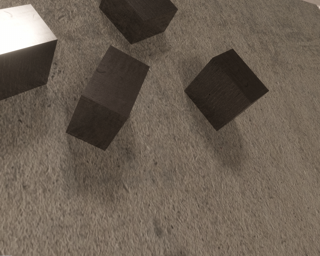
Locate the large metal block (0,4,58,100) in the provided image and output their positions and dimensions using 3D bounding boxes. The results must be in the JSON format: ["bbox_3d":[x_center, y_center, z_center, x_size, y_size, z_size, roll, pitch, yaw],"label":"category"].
[{"bbox_3d":[-0.164,-0.075,0.327,0.081,0.080,0.050,-32,80,-38],"label":"large metal block"}]

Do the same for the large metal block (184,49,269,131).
[{"bbox_3d":[0.095,-0.055,0.455,0.050,0.080,0.080,-31,79,-38],"label":"large metal block"}]

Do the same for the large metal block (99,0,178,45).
[{"bbox_3d":[-0.033,-0.188,0.486,0.081,0.050,0.080,-35,82,-39],"label":"large metal block"}]

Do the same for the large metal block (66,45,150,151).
[{"bbox_3d":[-0.060,-0.033,0.357,0.050,0.080,0.080,27,52,-12],"label":"large metal block"}]
